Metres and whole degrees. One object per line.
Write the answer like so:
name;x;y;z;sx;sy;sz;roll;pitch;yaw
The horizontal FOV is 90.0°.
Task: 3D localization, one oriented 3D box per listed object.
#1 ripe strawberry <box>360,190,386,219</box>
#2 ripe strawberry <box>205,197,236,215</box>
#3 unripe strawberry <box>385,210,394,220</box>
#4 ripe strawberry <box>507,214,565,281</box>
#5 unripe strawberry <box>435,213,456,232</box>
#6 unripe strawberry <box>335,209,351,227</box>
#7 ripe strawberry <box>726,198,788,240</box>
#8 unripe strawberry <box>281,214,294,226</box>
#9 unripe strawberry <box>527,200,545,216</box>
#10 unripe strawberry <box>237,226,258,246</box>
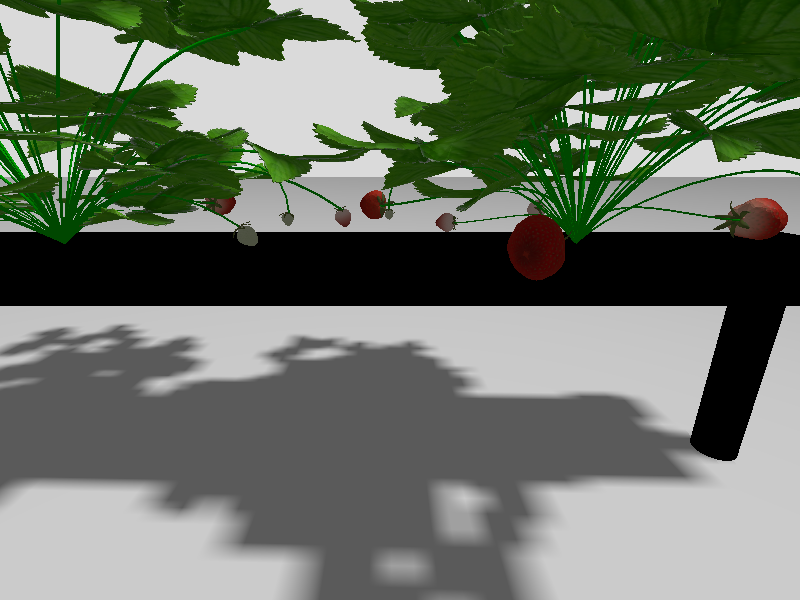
ripe strawberry;-0.034;-0.120;0.504;0.034;0.036;0.031;15;24;39
ripe strawberry;-0.243;-0.133;0.545;0.038;0.034;0.035;5;19;13
unripe strawberry;-0.013;-0.098;0.458;0.010;0.011;0.011;12;22;32
ripe strawberry;0.078;-0.030;0.232;0.033;0.038;0.036;11;22;30
unripe strawberry;0.046;-0.079;0.408;0.019;0.019;0.021;10;21;28
unripe strawberry;-0.063;-0.092;0.453;0.019;0.020;0.018;-28;27;-16
ripe strawberry;0.322;-0.073;0.358;0.043;0.037;0.043;-1;19;-4
unripe strawberry;-0.127;-0.091;0.452;0.013;0.014;0.015;-12;22;-31
unripe strawberry;0.175;-0.116;0.516;0.022;0.024;0.024;2;5;6
unripe strawberry;-0.128;-0.054;0.338;0.016;0.018;0.018;-40;11;15
